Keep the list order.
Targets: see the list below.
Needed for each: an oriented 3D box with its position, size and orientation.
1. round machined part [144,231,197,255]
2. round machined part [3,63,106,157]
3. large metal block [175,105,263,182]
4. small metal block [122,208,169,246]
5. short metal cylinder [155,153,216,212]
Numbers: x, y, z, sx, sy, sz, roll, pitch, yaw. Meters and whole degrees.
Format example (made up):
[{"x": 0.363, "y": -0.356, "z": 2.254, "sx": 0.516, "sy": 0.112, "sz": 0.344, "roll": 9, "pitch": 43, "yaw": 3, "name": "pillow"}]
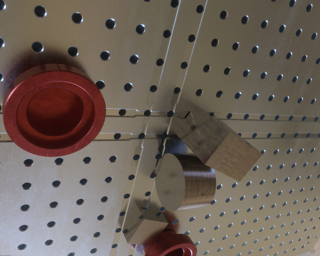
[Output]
[{"x": 0.012, "y": 0.220, "z": 0.540, "sx": 0.099, "sy": 0.042, "sz": 0.097, "roll": -16, "pitch": 127, "yaw": -22, "name": "round machined part"}, {"x": -0.111, "y": -0.021, "z": 0.326, "sx": 0.099, "sy": 0.042, "sz": 0.097, "roll": -14, "pitch": 124, "yaw": -21, "name": "round machined part"}, {"x": 0.081, "y": 0.021, "z": 0.433, "sx": 0.080, "sy": 0.080, "sz": 0.050, "roll": 28, "pitch": 103, "yaw": -38, "name": "large metal block"}, {"x": -0.023, "y": 0.160, "z": 0.497, "sx": 0.050, "sy": 0.025, "sz": 0.050, "roll": 22, "pitch": 106, "yaw": -36, "name": "small metal block"}, {"x": 0.034, "y": 0.075, "z": 0.441, "sx": 0.050, "sy": 0.080, "sz": 0.079, "roll": 2, "pitch": 118, "yaw": -29, "name": "short metal cylinder"}]
